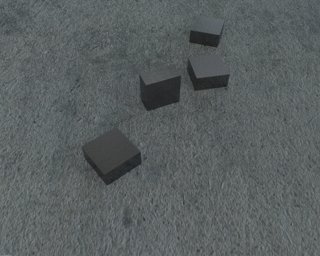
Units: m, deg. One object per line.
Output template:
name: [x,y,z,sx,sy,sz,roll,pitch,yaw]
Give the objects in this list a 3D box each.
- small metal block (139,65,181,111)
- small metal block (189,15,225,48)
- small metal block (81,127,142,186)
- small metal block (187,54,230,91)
small metal block: [0.000,-0.056,0.434,0.050,0.050,0.025,-18,53,-15]
small metal block: [0.084,-0.171,0.548,0.050,0.025,0.050,14,51,11]
small metal block: [-0.058,0.033,0.375,0.050,0.025,0.050,-32,57,-24]
small metal block: [0.073,-0.086,0.476,0.050,0.025,0.050,-8,51,-7]
